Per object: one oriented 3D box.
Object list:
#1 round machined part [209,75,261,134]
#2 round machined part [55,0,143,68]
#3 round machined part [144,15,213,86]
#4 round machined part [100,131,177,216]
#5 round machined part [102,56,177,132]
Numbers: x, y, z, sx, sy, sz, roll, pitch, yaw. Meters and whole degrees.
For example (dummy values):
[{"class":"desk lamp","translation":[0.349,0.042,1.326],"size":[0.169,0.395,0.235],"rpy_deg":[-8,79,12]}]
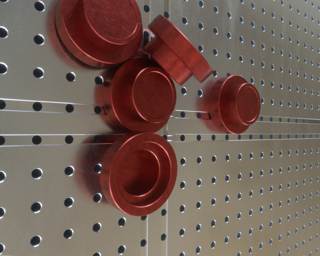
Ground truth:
[{"class":"round machined part","translation":[0.129,-0.038,0.509],"size":[0.099,0.042,0.097],"rpy_deg":[0,91,-40]},{"class":"round machined part","translation":[-0.060,-0.119,0.342],"size":[0.099,0.042,0.097],"rpy_deg":[5,82,-36]},{"class":"round machined part","translation":[0.018,-0.092,0.391],"size":[0.042,0.098,0.098],"rpy_deg":[-43,123,9]},{"class":"round machined part","translation":[-0.029,0.052,0.373],"size":[0.099,0.042,0.097],"rpy_deg":[-4,96,-40]},{"class":"round machined part","translation":[-0.018,-0.040,0.385],"size":[0.099,0.042,0.097],"rpy_deg":[-1,91,-40]}]
